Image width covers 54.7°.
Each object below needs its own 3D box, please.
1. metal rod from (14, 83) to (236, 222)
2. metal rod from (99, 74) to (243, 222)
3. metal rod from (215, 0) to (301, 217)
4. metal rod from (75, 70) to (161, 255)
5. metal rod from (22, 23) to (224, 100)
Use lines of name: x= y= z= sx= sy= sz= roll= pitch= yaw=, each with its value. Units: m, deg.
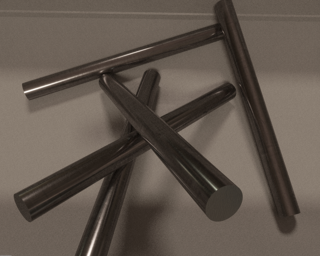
metal rod: x=-0.005 y=0.005 z=0.334 sx=0.302 sy=0.025 sz=0.025 roll=-29 pitch=70 yaw=-41
metal rod: x=-0.018 y=-0.010 z=0.308 sx=0.025 sy=0.025 sz=0.300 roll=-29 pitch=30 yaw=-10
metal rod: x=0.124 y=-0.037 z=0.409 sx=0.025 sy=0.025 sz=0.299 roll=-12 pitch=76 yaw=-5
metal rod: x=-0.038 y=0.031 z=0.332 sx=0.025 sy=0.025 sz=0.300 roll=11 pitch=45 yaw=4
metal rod: x=-0.042 y=-0.099 z=0.445 sx=0.302 sy=0.025 sz=0.025 roll=-19 pitch=71 yaw=-7
